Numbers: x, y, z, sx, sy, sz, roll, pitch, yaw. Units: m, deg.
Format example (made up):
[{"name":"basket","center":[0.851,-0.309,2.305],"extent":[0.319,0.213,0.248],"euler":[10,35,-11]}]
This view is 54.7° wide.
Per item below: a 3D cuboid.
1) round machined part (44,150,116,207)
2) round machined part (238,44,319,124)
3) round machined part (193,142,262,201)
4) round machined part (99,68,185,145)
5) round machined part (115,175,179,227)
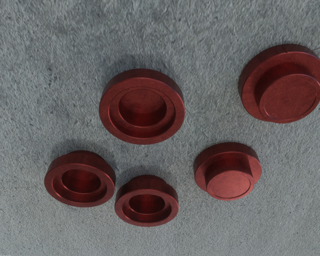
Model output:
[{"name":"round machined part","center":[-0.114,0.070,0.455],"extent":[0.099,0.042,0.097],"euler":[0,130,0]},{"name":"round machined part","center":[0.144,-0.044,0.360],"extent":[0.099,0.042,0.097],"euler":[0,130,0]},{"name":"round machined part","center":[0.100,0.070,0.457],"extent":[0.099,0.042,0.097],"euler":[0,130,0]},{"name":"round machined part","center":[-0.021,-0.029,0.371],"extent":[0.099,0.042,0.097],"euler":[0,130,0]},{"name":"round machined part","center":[-0.020,0.111,0.491],"extent":[0.099,0.042,0.097],"euler":[0,130,0]}]
